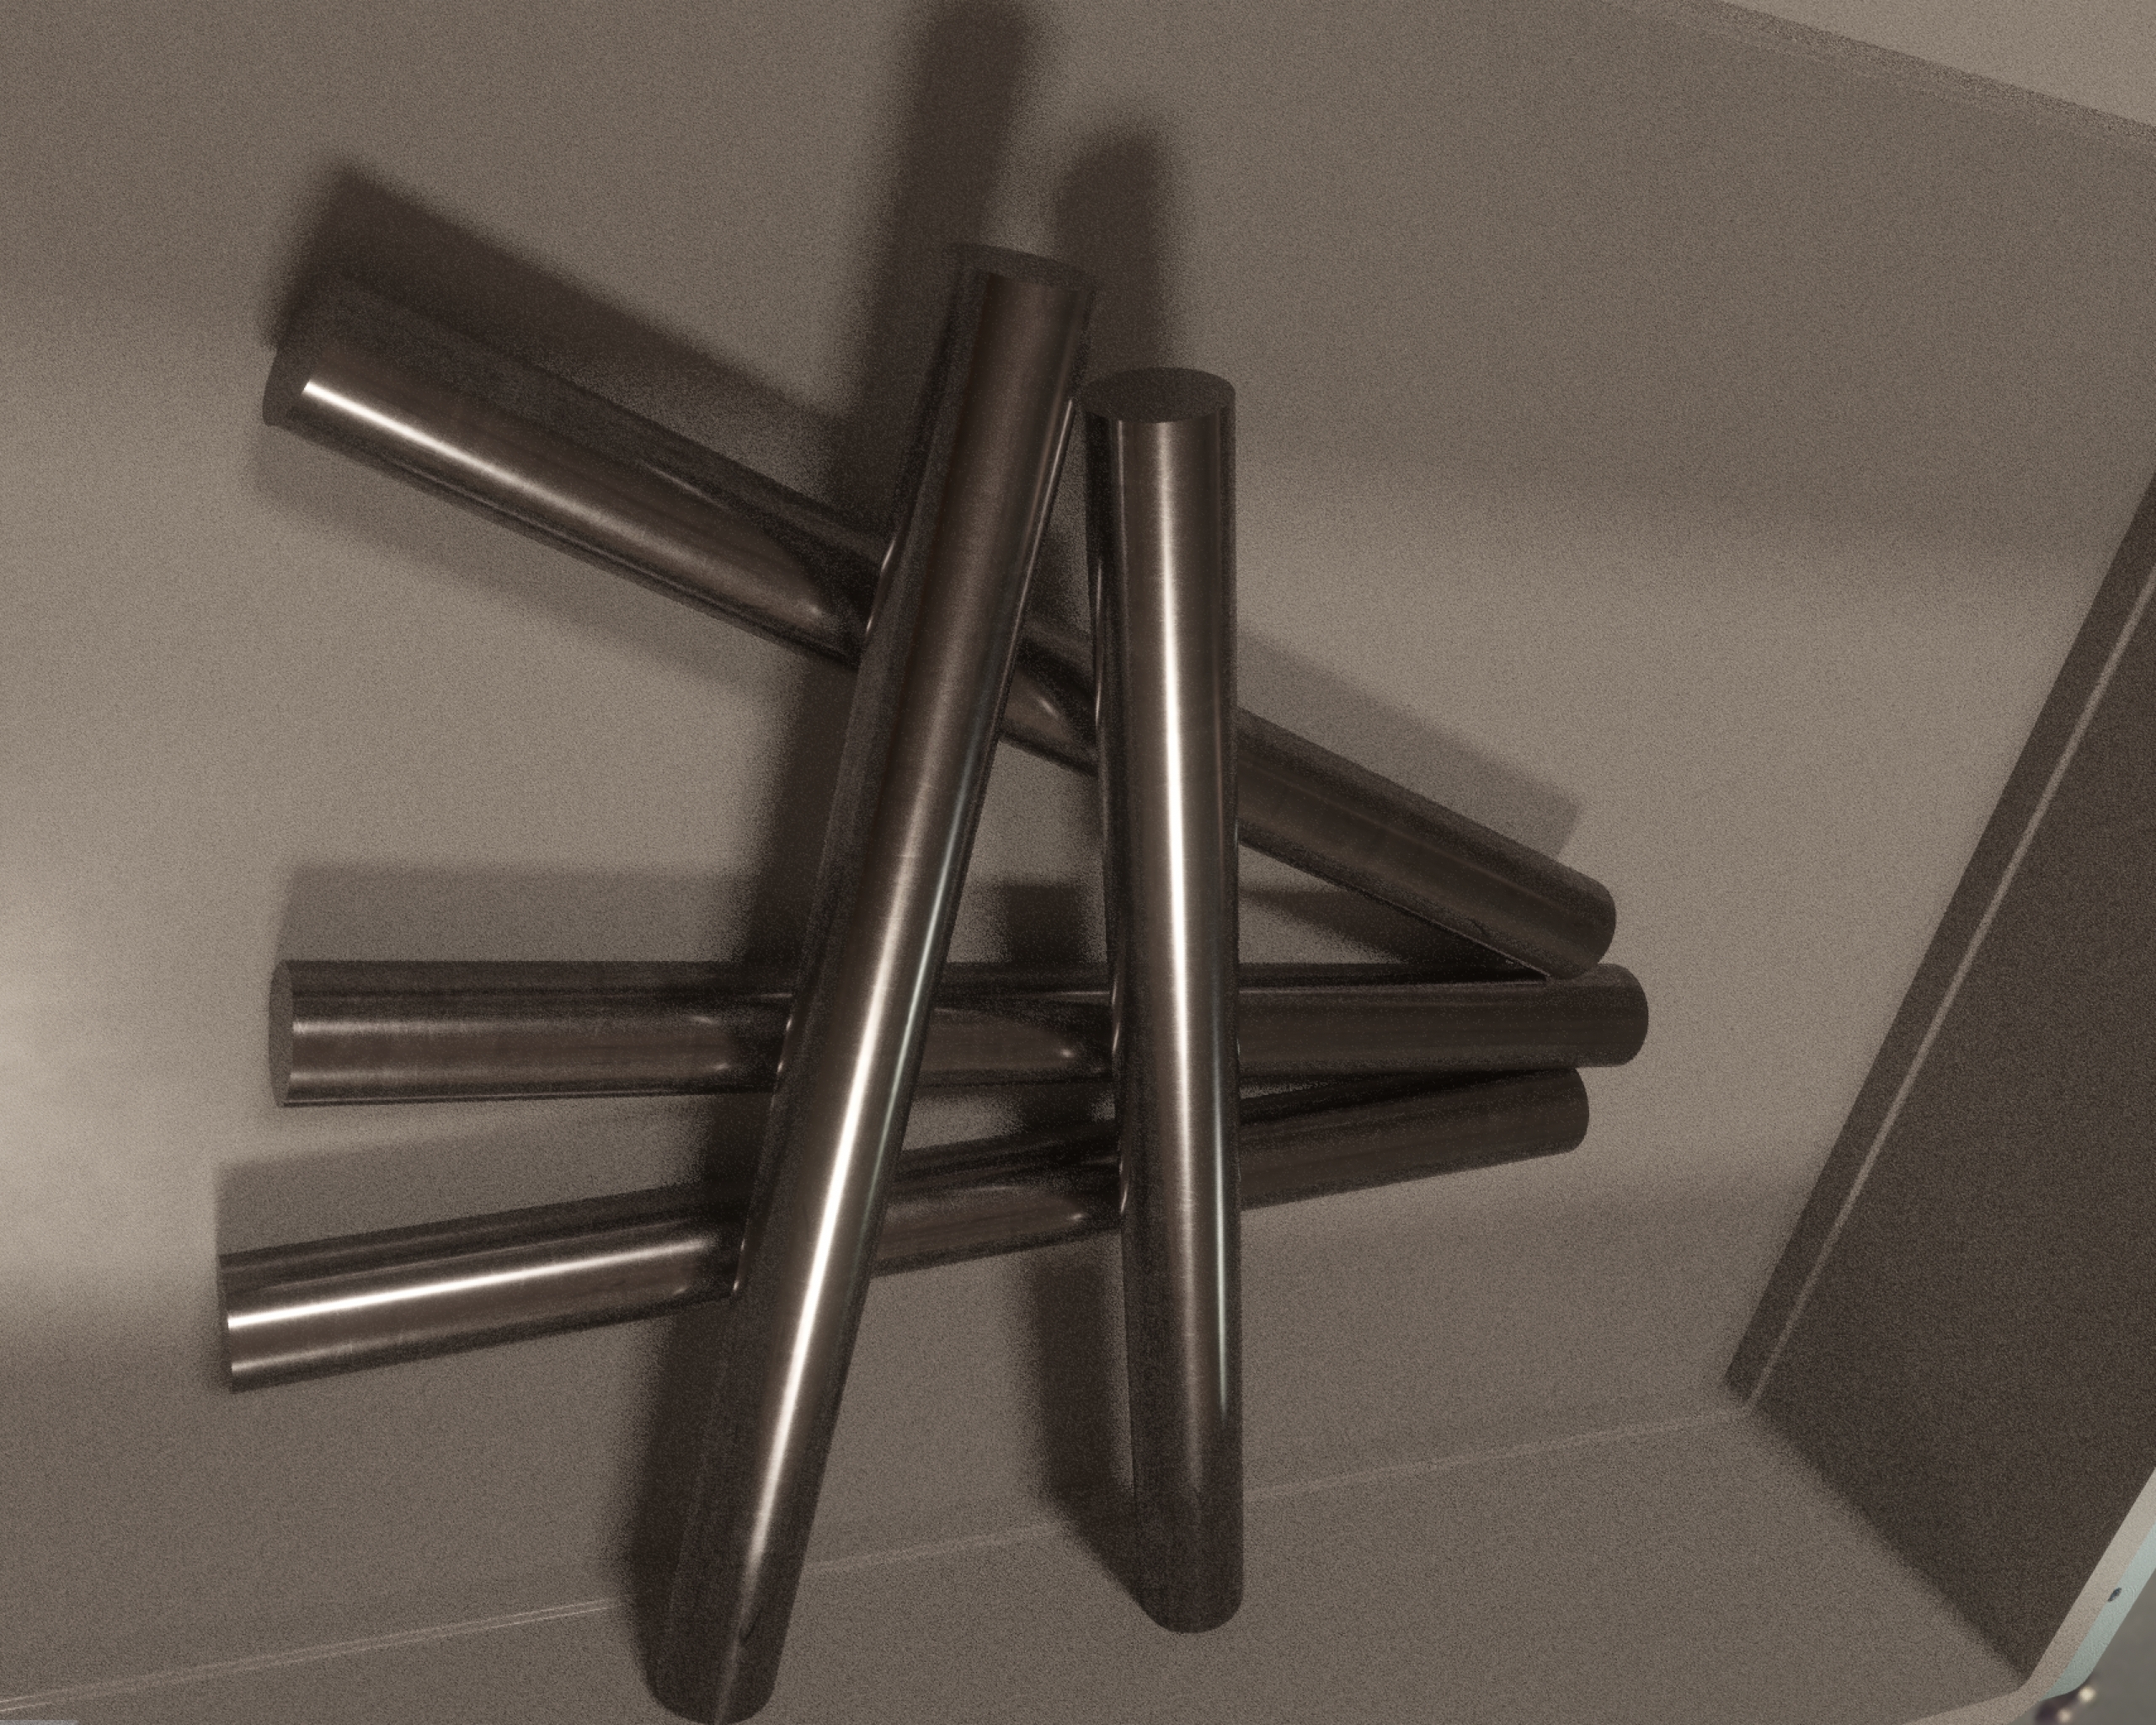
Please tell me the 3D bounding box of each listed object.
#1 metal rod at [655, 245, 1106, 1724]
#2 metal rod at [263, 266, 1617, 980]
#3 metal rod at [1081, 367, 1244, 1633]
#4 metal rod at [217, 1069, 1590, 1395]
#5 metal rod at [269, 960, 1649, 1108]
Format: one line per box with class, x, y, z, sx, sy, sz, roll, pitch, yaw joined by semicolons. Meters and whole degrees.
metal rod;-0.042;0.041;0.377;0.025;0.025;0.298;0;119;-29
metal rod;0.001;-0.030;0.390;0.302;0.025;0.025;22;107;-37
metal rod;0.020;0.049;0.417;0.025;0.025;0.298;-17;125;-19
metal rod;-0.018;0.071;0.442;0.303;0.025;0.025;-5;121;-26
metal rod;-0.003;0.033;0.426;0.303;0.025;0.025;2;118;-30
